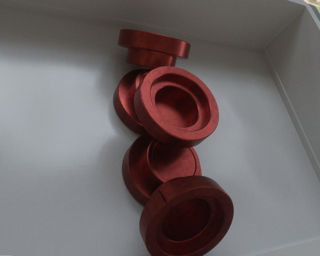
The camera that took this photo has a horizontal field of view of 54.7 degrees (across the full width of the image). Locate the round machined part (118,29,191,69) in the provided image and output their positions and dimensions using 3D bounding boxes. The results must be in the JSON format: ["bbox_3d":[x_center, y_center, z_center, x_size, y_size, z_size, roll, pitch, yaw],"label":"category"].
[{"bbox_3d":[-0.010,-0.104,0.429,0.099,0.098,0.042,7,101,-25],"label":"round machined part"}]

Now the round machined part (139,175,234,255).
[{"bbox_3d":[0.025,0.091,0.329,0.099,0.097,0.042,6,21,-26],"label":"round machined part"}]

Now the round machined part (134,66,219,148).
[{"bbox_3d":[0.016,-0.020,0.360,0.099,0.042,0.098,14,56,-21],"label":"round machined part"}]

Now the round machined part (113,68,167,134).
[{"bbox_3d":[-0.009,-0.040,0.414,0.099,0.042,0.098,14,56,-21],"label":"round machined part"}]

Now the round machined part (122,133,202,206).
[{"bbox_3d":[0.008,0.046,0.370,0.099,0.042,0.098,14,56,-21],"label":"round machined part"}]
